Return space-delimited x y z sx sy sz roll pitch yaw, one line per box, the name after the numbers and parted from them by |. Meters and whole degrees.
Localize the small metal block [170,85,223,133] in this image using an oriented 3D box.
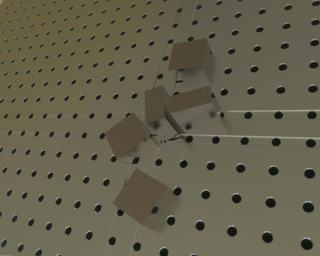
0.045 -0.022 0.381 0.050 0.050 0.025 -14 56 20 | small metal block

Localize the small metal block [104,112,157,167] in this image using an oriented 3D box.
-0.041 0.015 0.419 0.050 0.025 0.050 -36 51 4 | small metal block

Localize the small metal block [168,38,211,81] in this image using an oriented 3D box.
0.043 -0.097 0.444 0.050 0.025 0.050 -3 60 26 | small metal block

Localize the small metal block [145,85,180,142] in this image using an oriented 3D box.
0.003 -0.018 0.400 0.025 0.050 0.050 -16 55 19 | small metal block

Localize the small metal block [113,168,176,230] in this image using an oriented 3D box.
-0.019 0.083 0.366 0.050 0.025 0.050 25 75 36 | small metal block
